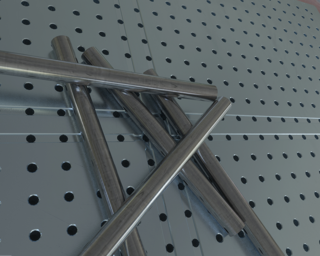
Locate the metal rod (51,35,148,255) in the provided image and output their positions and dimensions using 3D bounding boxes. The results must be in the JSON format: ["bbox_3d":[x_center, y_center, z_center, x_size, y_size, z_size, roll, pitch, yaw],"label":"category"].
[{"bbox_3d":[-0.075,0.016,0.358,0.025,0.025,0.299,-10,67,-33],"label":"metal rod"}]

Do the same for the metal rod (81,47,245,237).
[{"bbox_3d":[0.000,0.012,0.401,0.025,0.025,0.300,-35,81,-39],"label":"metal rod"}]

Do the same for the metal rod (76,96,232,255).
[{"bbox_3d":[0.009,0.047,0.353,0.025,0.025,0.302,44,51,2],"label":"metal rod"}]

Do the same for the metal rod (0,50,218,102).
[{"bbox_3d":[-0.059,-0.061,0.383,0.302,0.025,0.025,5,60,-26],"label":"metal rod"}]

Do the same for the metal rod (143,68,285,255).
[{"bbox_3d":[0.063,0.044,0.417,0.025,0.025,0.299,-25,76,-37],"label":"metal rod"}]
